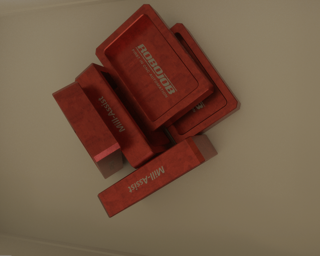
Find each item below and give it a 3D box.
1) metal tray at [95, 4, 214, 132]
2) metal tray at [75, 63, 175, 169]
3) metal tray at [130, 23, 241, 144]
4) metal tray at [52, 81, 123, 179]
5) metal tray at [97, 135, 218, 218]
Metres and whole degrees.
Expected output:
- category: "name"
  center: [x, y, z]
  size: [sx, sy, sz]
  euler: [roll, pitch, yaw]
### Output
- category: "metal tray"
  center: [-0.008, -0.071, 0.376]
  size: [0.090, 0.030, 0.130]
  euler: [-38, 78, 16]
- category: "metal tray"
  center: [-0.039, -0.015, 0.386]
  size: [0.030, 0.090, 0.130]
  euler: [-39, 78, 16]
- category: "metal tray"
  center: [0.029, -0.055, 0.397]
  size: [0.090, 0.030, 0.130]
  euler: [-36, 78, 17]
- category: "metal tray"
  center: [-0.083, 0.010, 0.383]
  size: [0.030, 0.130, 0.090]
  euler: [-33, 78, -14]
- category: "metal tray"
  center: [0.001, 0.055, 0.373]
  size: [0.130, 0.090, 0.030]
  euler: [-34, 79, 16]
